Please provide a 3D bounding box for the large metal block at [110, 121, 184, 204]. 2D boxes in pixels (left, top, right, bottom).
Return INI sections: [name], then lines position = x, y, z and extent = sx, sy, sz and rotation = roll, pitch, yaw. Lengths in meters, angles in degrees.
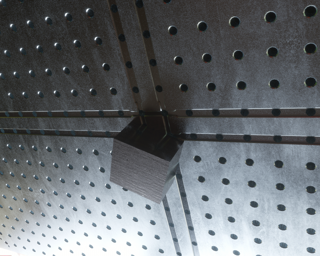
[large metal block]
position = -0.020, 0.047, 0.433
extent = 0.080, 0.050, 0.079
rotation = 22, 127, 14
